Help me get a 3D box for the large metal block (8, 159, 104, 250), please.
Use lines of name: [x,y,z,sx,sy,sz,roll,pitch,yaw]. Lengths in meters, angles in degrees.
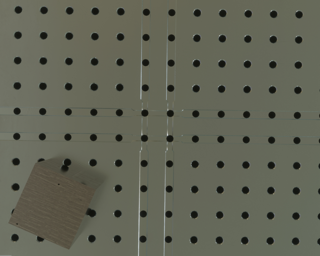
large metal block: [-0.130,0.095,0.400,0.080,0.050,0.080,24,90,0]
